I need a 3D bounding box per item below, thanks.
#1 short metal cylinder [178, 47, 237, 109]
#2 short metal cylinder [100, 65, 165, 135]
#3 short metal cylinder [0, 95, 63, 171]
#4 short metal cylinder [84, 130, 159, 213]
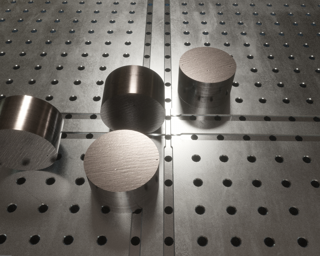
[{"bbox_3d":[0.067,-0.075,0.455,0.081,0.050,0.080,0,50,0],"label":"short metal cylinder"},{"bbox_3d":[-0.034,-0.034,0.400,0.081,0.080,0.050,0,50,-1],"label":"short metal cylinder"},{"bbox_3d":[-0.159,0.008,0.364,0.081,0.080,0.050,-2,50,-2],"label":"short metal cylinder"},{"bbox_3d":[-0.041,0.048,0.350,0.081,0.050,0.080,0,50,0],"label":"short metal cylinder"}]
